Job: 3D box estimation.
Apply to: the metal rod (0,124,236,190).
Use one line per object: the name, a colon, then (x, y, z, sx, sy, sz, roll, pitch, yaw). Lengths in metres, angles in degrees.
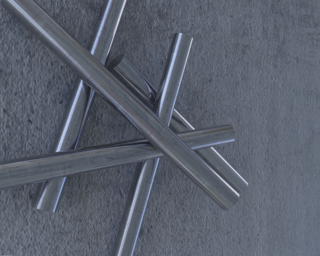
metal rod: (-0.042, 0.027, 0.323, 0.303, 0.025, 0.025, -9, 96, -30)

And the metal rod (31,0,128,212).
metal rod: (-0.076, -0.060, 0.340, 0.025, 0.025, 0.299, 25, 74, -37)

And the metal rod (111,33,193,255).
metal rod: (-0.011, 0.032, 0.372, 0.025, 0.025, 0.299, 19, 85, -39)

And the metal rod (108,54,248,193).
metal rod: (0.042, 0.010, 0.439, 0.300, 0.025, 0.025, 43, 64, -32)

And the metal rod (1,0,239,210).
metal rod: (-0.031, -0.022, 0.314, 0.300, 0.025, 0.025, 43, 62, -9)
